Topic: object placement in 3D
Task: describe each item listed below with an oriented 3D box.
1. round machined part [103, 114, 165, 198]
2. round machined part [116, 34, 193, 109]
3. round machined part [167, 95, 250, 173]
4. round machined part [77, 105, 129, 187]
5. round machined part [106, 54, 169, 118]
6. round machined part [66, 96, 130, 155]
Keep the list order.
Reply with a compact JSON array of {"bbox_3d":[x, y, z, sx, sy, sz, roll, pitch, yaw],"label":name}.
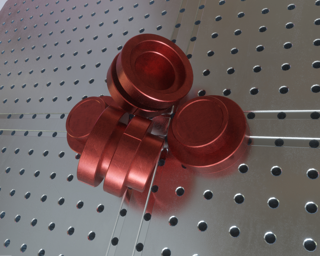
[{"bbox_3d":[-0.026,0.037,0.365,0.042,0.098,0.098,23,71,3],"label":"round machined part"},{"bbox_3d":[-0.010,-0.069,0.401,0.042,0.099,0.098,-41,35,56],"label":"round machined part"},{"bbox_3d":[0.053,0.001,0.370,0.098,0.042,0.098,-13,56,21],"label":"round machined part"},{"bbox_3d":[-0.056,0.026,0.370,0.042,0.098,0.098,22,71,3],"label":"round machined part"},{"bbox_3d":[-0.026,-0.058,0.426,0.042,0.099,0.098,-41,35,56],"label":"round machined part"},{"bbox_3d":[-0.097,-0.007,0.453,0.098,0.042,0.098,-13,56,21],"label":"round machined part"}]
